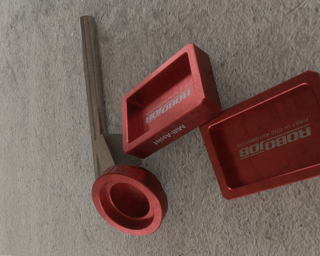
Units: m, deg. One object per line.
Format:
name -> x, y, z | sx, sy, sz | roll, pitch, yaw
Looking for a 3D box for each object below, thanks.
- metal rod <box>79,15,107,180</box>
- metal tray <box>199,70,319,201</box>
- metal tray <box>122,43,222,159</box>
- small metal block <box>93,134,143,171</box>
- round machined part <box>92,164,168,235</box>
metal rod -> -0.100, -0.028, 0.484 | 0.025, 0.025, 0.298 | -12, 82, 39
metal tray -> 0.111, 0.012, 0.309 | 0.130, 0.030, 0.090 | -27, 73, 36
metal tray -> 0.006, -0.029, 0.374 | 0.130, 0.030, 0.090 | -33, 48, 34
small metal block -> -0.059, 0.036, 0.434 | 0.025, 0.050, 0.050 | -41, 63, 32
round machined part -> -0.035, 0.088, 0.403 | 0.098, 0.042, 0.097 | 10, 120, 19
